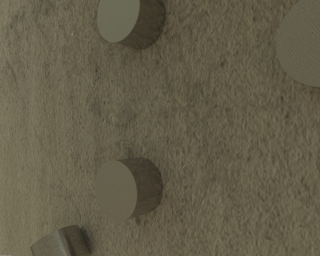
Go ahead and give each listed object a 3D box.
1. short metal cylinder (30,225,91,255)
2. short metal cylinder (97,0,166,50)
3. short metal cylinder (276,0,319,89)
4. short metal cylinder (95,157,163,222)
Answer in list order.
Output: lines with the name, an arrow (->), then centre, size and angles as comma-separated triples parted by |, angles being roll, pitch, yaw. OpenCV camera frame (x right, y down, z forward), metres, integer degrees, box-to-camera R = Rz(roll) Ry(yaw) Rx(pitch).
short metal cylinder -> -0.159, 0.199, 0.497 | 0.080, 0.081, 0.050 | -46, 63, 30
short metal cylinder -> -0.039, -0.151, 0.419 | 0.080, 0.050, 0.079 | 0, 90, 39
short metal cylinder -> 0.149, -0.073, 0.265 | 0.080, 0.050, 0.079 | 0, 90, 39
short metal cylinder -> -0.043, 0.082, 0.422 | 0.080, 0.050, 0.079 | 0, 90, 39
